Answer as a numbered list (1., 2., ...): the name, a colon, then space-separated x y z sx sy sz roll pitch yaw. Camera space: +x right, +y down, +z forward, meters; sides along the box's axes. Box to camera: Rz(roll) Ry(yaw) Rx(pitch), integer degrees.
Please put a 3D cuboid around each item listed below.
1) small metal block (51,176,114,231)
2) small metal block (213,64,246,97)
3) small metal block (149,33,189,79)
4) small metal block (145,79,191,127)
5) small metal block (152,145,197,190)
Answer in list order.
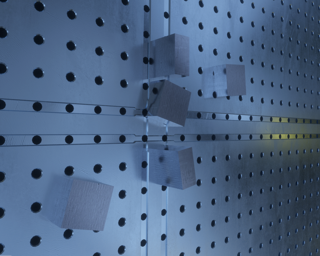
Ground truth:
1. small metal block: -0.084 0.083 0.340 0.050 0.025 0.050 20 77 -39
2. small metal block: 0.115 -0.077 0.508 0.050 0.025 0.050 -7 95 -40
3. small metal block: 0.012 -0.091 0.404 0.025 0.050 0.050 0 90 -40
4. small metal block: 0.012 -0.033 0.421 0.050 0.025 0.050 20 77 -39
5. small metal block: 0.019 0.051 0.411 0.025 0.050 0.050 -13 99 -40
